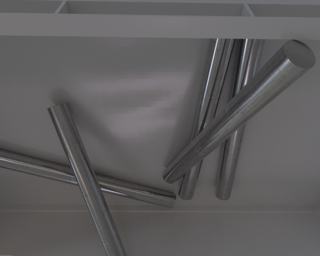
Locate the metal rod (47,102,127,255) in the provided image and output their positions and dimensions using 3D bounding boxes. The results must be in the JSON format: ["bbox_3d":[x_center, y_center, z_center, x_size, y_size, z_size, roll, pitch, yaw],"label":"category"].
[{"bbox_3d":[-0.082,0.110,0.416,0.025,0.025,0.298,-16,102,13],"label":"metal rod"}]

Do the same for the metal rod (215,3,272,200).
[{"bbox_3d":[0.100,-0.007,0.403,0.025,0.025,0.298,-1,130,0],"label":"metal rod"}]

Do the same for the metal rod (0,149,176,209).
[{"bbox_3d":[-0.118,0.077,0.473,0.302,0.025,0.025,17,128,-15],"label":"metal rod"}]

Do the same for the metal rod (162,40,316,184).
[{"bbox_3d":[0.056,0.011,0.344,0.025,0.025,0.299,13,152,-11],"label":"metal rod"}]

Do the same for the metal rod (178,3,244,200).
[{"bbox_3d":[0.056,-0.007,0.403,0.025,0.025,0.298,4,130,-4],"label":"metal rod"}]
